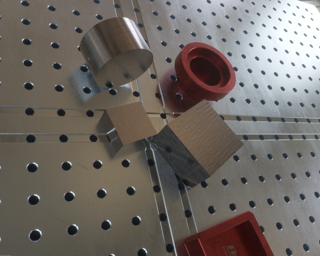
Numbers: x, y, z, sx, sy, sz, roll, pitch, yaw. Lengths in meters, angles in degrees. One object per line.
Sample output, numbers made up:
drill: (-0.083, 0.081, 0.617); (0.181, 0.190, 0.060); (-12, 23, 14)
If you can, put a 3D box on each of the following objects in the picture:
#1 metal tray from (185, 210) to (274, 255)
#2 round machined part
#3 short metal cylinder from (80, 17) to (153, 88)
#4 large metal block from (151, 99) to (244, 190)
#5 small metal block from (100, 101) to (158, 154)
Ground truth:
metal tray: (0.095, 0.172, 0.353); (0.091, 0.030, 0.130); (-11, 67, -33)
round machined part: (0.066, -0.083, 0.486); (0.099, 0.042, 0.098); (14, 56, -21)
short metal cylinder: (-0.056, -0.096, 0.403); (0.081, 0.080, 0.050); (-17, 71, -35)
large metal block: (0.049, 0.020, 0.408); (0.081, 0.050, 0.080); (-34, 81, -38)
small metal block: (-0.039, -0.002, 0.389); (0.050, 0.025, 0.050); (-17, 71, -35)
